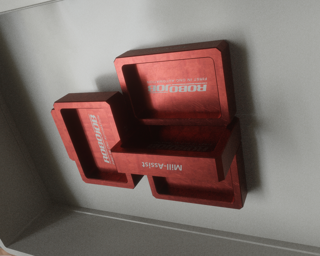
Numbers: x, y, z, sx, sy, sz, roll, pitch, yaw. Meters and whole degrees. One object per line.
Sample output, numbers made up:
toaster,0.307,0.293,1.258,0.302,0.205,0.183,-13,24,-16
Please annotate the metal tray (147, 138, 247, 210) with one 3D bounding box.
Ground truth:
metal tray,0.045,0.057,0.414,0.130,0.030,0.089,1,119,27

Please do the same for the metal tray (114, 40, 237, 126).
metal tray,0.018,-0.049,0.363,0.130,0.030,0.089,1,119,27

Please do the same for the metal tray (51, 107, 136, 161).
metal tray,-0.087,0.006,0.449,0.130,0.030,0.089,0,119,27

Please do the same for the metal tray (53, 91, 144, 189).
metal tray,-0.079,0.017,0.414,0.090,0.030,0.129,1,119,27

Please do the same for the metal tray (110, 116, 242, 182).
metal tray,0.020,0.019,0.363,0.130,0.090,0.030,1,119,27
